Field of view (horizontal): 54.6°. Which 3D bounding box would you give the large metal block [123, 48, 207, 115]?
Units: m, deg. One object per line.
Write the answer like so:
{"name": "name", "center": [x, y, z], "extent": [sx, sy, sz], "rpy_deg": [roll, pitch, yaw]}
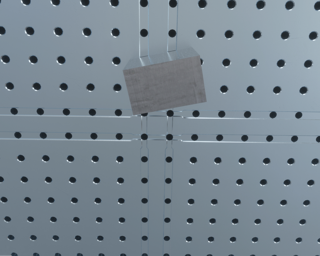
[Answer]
{"name": "large metal block", "center": [0.006, -0.058, 0.363], "extent": [0.080, 0.080, 0.050], "rpy_deg": [-10, 110, 4]}
